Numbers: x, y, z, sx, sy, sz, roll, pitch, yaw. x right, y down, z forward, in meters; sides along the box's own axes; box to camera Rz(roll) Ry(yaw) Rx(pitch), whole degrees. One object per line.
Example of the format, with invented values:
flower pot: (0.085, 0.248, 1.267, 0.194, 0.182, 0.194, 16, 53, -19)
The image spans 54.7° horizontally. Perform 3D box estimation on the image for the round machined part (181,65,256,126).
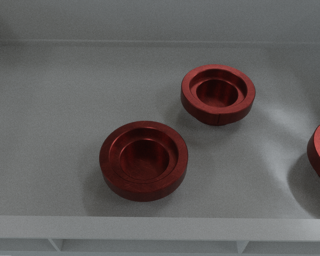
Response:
round machined part: (0.078, -0.041, 0.429, 0.099, 0.042, 0.098, 0, 50, 0)

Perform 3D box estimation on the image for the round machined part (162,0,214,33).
round machined part: (0.053, -0.224, 0.585, 0.099, 0.042, 0.098, 0, 50, 0)

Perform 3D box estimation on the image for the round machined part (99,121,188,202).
round machined part: (-0.018, 0.041, 0.359, 0.099, 0.042, 0.098, 0, 50, 0)

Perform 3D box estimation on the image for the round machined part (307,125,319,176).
round machined part: (0.223, 0.038, 0.364, 0.099, 0.042, 0.098, 0, 50, 0)
